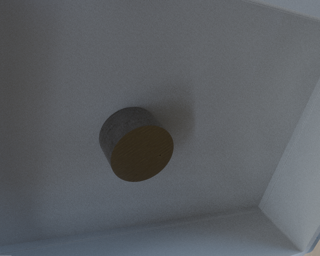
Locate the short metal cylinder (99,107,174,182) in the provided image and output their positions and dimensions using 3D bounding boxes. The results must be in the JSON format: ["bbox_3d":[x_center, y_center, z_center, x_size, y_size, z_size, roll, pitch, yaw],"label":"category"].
[{"bbox_3d":[-0.030,0.020,0.388,0.081,0.050,0.080,-14,124,-21],"label":"short metal cylinder"}]
